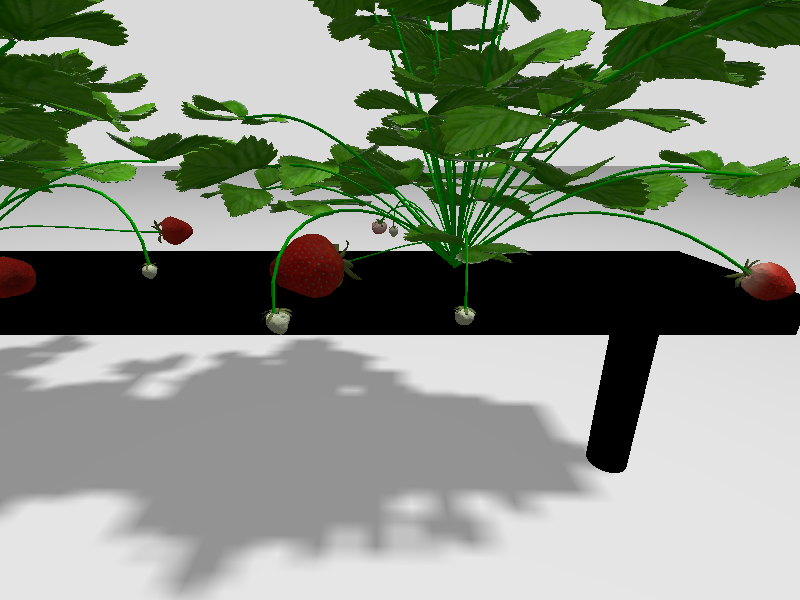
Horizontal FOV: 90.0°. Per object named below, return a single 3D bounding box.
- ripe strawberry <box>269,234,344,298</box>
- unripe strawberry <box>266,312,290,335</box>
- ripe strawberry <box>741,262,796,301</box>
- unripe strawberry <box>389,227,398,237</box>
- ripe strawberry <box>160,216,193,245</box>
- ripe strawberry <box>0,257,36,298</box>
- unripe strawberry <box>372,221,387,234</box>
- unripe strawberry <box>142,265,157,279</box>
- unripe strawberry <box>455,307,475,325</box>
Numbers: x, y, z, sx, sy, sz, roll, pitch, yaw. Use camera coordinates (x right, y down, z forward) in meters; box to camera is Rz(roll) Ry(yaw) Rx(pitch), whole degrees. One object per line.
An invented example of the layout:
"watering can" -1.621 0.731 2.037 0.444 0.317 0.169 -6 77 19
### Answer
"ripe strawberry" -0.065 -0.024 0.280 0.049 0.042 0.049 -14 24 -32
"unripe strawberry" -0.069 0.013 0.226 0.015 0.013 0.013 16 26 37
"ripe strawberry" 0.254 -0.012 0.276 0.030 0.025 0.030 26 27 14
"unripe strawberry" -0.008 -0.081 0.475 0.011 0.011 0.010 -9 22 -23
"ripe strawberry" -0.252 -0.079 0.453 0.032 0.031 0.030 -13 24 -33
"ripe strawberry" -0.275 -0.016 0.280 0.034 0.029 0.034 13 24 31
"unripe strawberry" -0.026 -0.090 0.502 0.019 0.017 0.017 -10 -35 -25
"unripe strawberry" -0.190 -0.022 0.304 0.010 0.011 0.011 5 21 14
"unripe strawberry" 0.035 0.009 0.220 0.011 0.010 0.010 2 20 5
